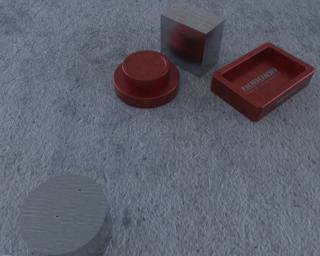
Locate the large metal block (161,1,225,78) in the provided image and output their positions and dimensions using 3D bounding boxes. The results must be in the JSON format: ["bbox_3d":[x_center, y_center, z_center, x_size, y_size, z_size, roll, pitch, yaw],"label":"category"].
[{"bbox_3d":[0.048,-0.138,0.484,0.080,0.080,0.050,32,57,24],"label":"large metal block"}]

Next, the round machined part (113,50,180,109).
[{"bbox_3d":[-0.020,-0.078,0.458,0.099,0.042,0.098,0,50,0],"label":"round machined part"}]

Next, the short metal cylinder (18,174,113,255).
[{"bbox_3d":[-0.090,0.093,0.308,0.081,0.050,0.080,0,50,0],"label":"short metal cylinder"}]

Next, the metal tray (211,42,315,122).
[{"bbox_3d":[0.152,-0.073,0.462,0.131,0.030,0.090,-32,57,-24],"label":"metal tray"}]
